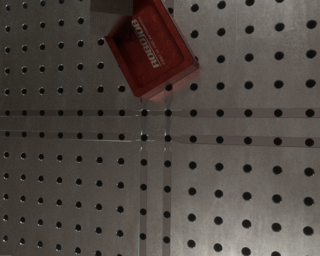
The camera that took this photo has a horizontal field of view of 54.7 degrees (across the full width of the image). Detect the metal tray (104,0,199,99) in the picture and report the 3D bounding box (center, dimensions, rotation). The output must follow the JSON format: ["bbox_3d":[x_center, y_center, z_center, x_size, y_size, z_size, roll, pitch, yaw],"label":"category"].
[{"bbox_3d":[-0.018,-0.116,0.415,0.090,0.030,0.130,-30,81,17],"label":"metal tray"}]

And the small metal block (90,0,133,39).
[{"bbox_3d":[-0.062,-0.141,0.394,0.050,0.050,0.025,3,74,-11],"label":"small metal block"}]
